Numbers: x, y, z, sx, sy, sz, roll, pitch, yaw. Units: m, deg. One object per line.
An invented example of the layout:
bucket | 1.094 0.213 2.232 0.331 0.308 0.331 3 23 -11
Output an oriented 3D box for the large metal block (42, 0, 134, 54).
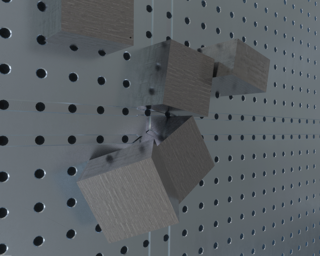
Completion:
large metal block | -0.075 -0.129 0.329 0.081 0.050 0.080 0 90 -40

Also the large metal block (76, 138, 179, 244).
large metal block | -0.031 0.068 0.339 0.050 0.080 0.080 -85 154 -70

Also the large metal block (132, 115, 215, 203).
large metal block | 0.016 0.039 0.405 0.080 0.050 0.080 -40 114 -33

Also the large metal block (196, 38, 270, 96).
large metal block | 0.102 -0.085 0.457 0.080 0.080 0.050 16 80 -39

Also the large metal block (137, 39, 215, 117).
large metal block | 0.023 -0.061 0.411 0.081 0.050 0.080 12 82 -39
